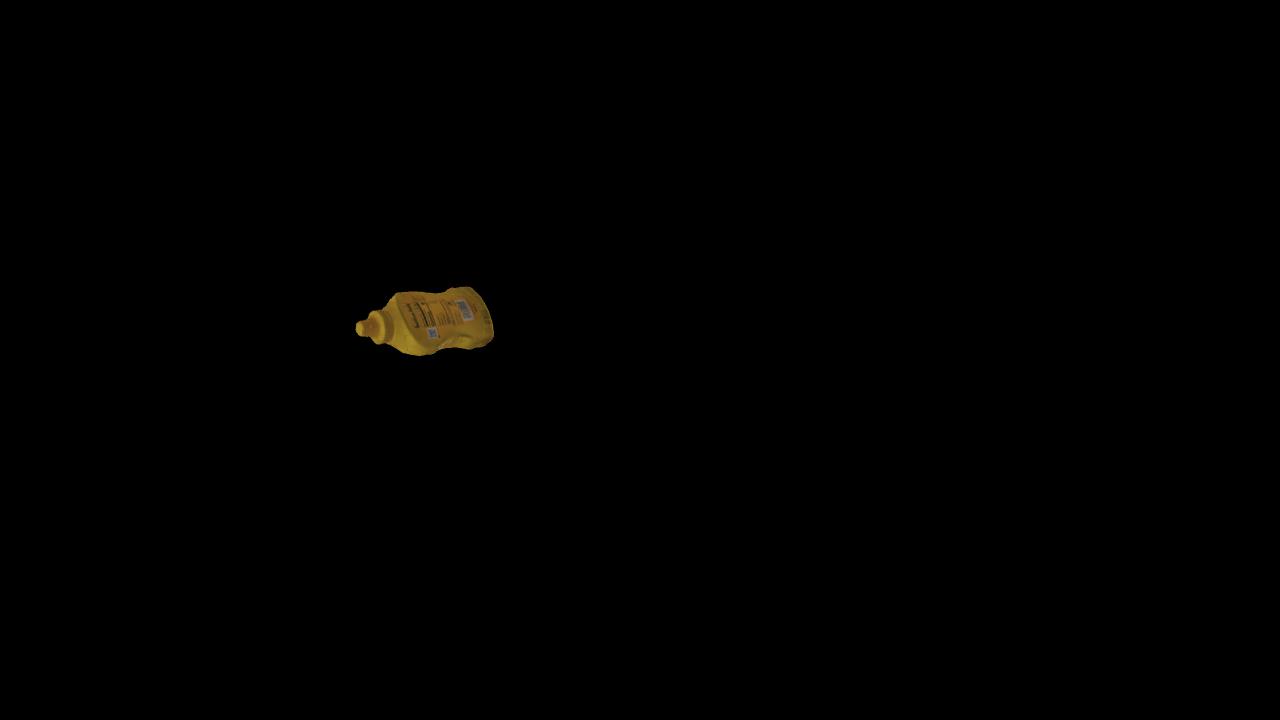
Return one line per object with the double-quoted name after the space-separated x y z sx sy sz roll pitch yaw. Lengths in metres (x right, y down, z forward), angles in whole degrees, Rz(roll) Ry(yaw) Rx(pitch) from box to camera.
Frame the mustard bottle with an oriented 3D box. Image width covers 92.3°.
-0.286 -0.051 0.815 0.054 0.092 0.184 -28 -8 36 "mustard bottle"
